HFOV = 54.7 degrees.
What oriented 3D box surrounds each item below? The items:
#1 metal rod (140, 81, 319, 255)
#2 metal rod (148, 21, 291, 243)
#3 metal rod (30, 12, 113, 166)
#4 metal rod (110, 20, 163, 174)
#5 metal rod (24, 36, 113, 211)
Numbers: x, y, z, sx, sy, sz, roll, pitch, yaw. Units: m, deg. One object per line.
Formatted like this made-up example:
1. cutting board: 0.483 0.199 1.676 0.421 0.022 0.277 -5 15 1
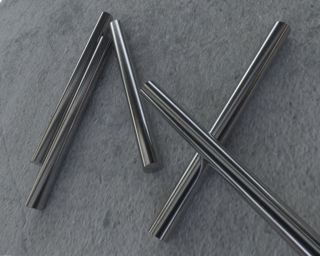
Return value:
1. metal rod: 0.074 0.044 0.311 0.025 0.025 0.300 -43 59 -1
2. metal rod: 0.077 -0.006 0.366 0.025 0.025 0.300 23 74 36
3. metal rod: -0.141 -0.077 0.522 0.025 0.025 0.300 3 63 29
4. metal rod: -0.043 -0.067 0.465 0.025 0.025 0.299 -26 53 12
5. metal rod: -0.133 -0.021 0.484 0.025 0.025 0.300 3 63 29
